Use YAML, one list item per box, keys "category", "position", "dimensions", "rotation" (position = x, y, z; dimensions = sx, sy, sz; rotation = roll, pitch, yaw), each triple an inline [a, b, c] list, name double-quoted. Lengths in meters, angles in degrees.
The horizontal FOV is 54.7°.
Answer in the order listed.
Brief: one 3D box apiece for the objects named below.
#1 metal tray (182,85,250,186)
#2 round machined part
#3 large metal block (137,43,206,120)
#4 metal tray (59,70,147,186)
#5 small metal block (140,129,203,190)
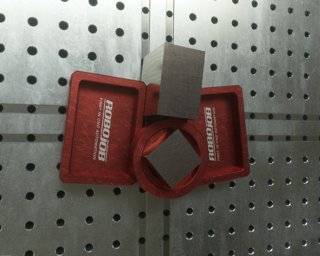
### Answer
- category: "metal tray"
  position: [0.074, 0.009, 0.433]
  dimensions: [0.091, 0.030, 0.129]
  rotation: [-7, 93, -20]
- category: "round machined part"
  position: [0.008, 0.037, 0.392]
  dimensions: [0.099, 0.042, 0.097]
  rotation: [0, 90, -20]
- category: "large metal block"
  position: [0.011, -0.052, 0.383]
  dimensions: [0.050, 0.080, 0.080]
  rotation: [7, 88, -20]
- category: "metal tray"
  position: [-0.070, 0.002, 0.380]
  dimensions: [0.091, 0.030, 0.129]
  rotation: [7, 88, -20]
- category: "small metal block"
  position: [0.013, 0.036, 0.369]
  dimensions: [0.050, 0.025, 0.050]
  rotation: [-41, 103, -15]
